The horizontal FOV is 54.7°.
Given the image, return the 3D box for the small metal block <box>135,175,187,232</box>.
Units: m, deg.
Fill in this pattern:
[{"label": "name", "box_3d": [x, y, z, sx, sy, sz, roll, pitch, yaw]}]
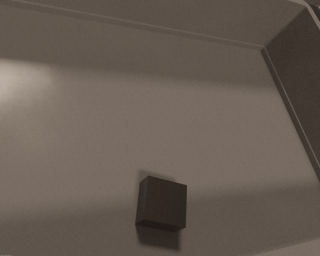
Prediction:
[{"label": "small metal block", "box_3d": [0.002, 0.087, 0.355, 0.050, 0.025, 0.050, 18, 55, -19]}]
